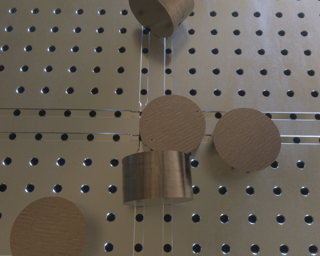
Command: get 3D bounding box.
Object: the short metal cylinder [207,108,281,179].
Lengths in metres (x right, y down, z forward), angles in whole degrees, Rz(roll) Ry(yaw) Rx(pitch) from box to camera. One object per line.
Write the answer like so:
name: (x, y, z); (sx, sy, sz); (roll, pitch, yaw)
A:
short metal cylinder: (0.104, 0.021, 0.392); (0.081, 0.050, 0.080); (0, 70, 0)

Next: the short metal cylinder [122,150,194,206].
short metal cylinder: (-0.003, 0.061, 0.360); (0.081, 0.080, 0.050); (-3, 71, -2)

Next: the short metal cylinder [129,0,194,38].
short metal cylinder: (0.002, -0.179, 0.448); (0.080, 0.080, 0.050); (35, 74, 11)

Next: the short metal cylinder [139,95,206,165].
short metal cylinder: (0.015, 0.004, 0.397); (0.081, 0.050, 0.080); (0, 70, -1)

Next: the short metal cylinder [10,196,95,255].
short metal cylinder: (-0.119, 0.122, 0.353); (0.081, 0.050, 0.080); (0, 70, 0)
